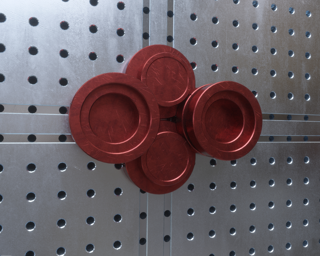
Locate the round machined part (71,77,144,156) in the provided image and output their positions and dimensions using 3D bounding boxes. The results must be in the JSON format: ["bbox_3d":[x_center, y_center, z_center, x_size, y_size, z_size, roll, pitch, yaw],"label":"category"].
[{"bbox_3d":[-0.061,-0.011,0.380,0.099,0.042,0.097,0,90,-20],"label":"round machined part"}]

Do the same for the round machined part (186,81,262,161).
[{"bbox_3d":[0.078,-0.009,0.397,0.099,0.042,0.097,0,90,-20],"label":"round machined part"}]

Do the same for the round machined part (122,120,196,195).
[{"bbox_3d":[0.003,0.038,0.404,0.099,0.042,0.097,0,90,-20],"label":"round machined part"}]

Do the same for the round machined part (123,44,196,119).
[{"bbox_3d":[0.003,-0.060,0.404,0.099,0.042,0.097,0,90,-20],"label":"round machined part"}]

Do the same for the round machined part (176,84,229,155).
[{"bbox_3d":[0.067,-0.010,0.427,0.099,0.042,0.097,0,90,-20],"label":"round machined part"}]

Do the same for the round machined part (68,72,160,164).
[{"bbox_3d":[-0.053,-0.011,0.349,0.099,0.042,0.097,0,90,-20],"label":"round machined part"}]
